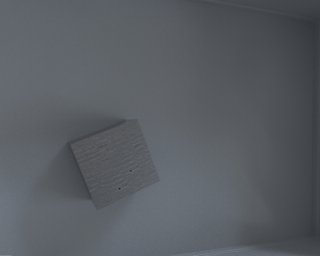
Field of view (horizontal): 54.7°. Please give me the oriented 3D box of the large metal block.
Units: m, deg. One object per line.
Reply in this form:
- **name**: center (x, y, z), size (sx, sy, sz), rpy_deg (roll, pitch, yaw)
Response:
- **large metal block**: center (-0.057, 0.040, 0.377), size (0.081, 0.050, 0.080), rpy_deg (-22, 98, -19)
